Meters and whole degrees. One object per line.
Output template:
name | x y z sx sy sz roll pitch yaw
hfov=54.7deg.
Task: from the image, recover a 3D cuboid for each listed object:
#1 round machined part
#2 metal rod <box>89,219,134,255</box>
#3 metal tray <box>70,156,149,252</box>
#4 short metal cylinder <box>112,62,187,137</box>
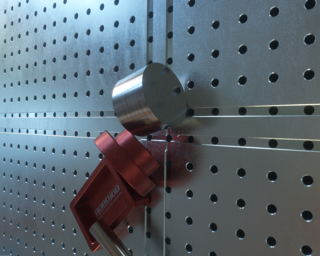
round machined part | -0.037 0.039 0.405 0.042 0.098 0.098 -42 59 -6
metal rod | 0.011 0.231 0.379 0.300 0.025 0.025 42 116 24
metal tray | -0.082 0.115 0.473 0.129 0.030 0.090 -51 60 27
short metal cylinder | -0.011 -0.034 0.383 0.050 0.081 0.080 -20 78 38
